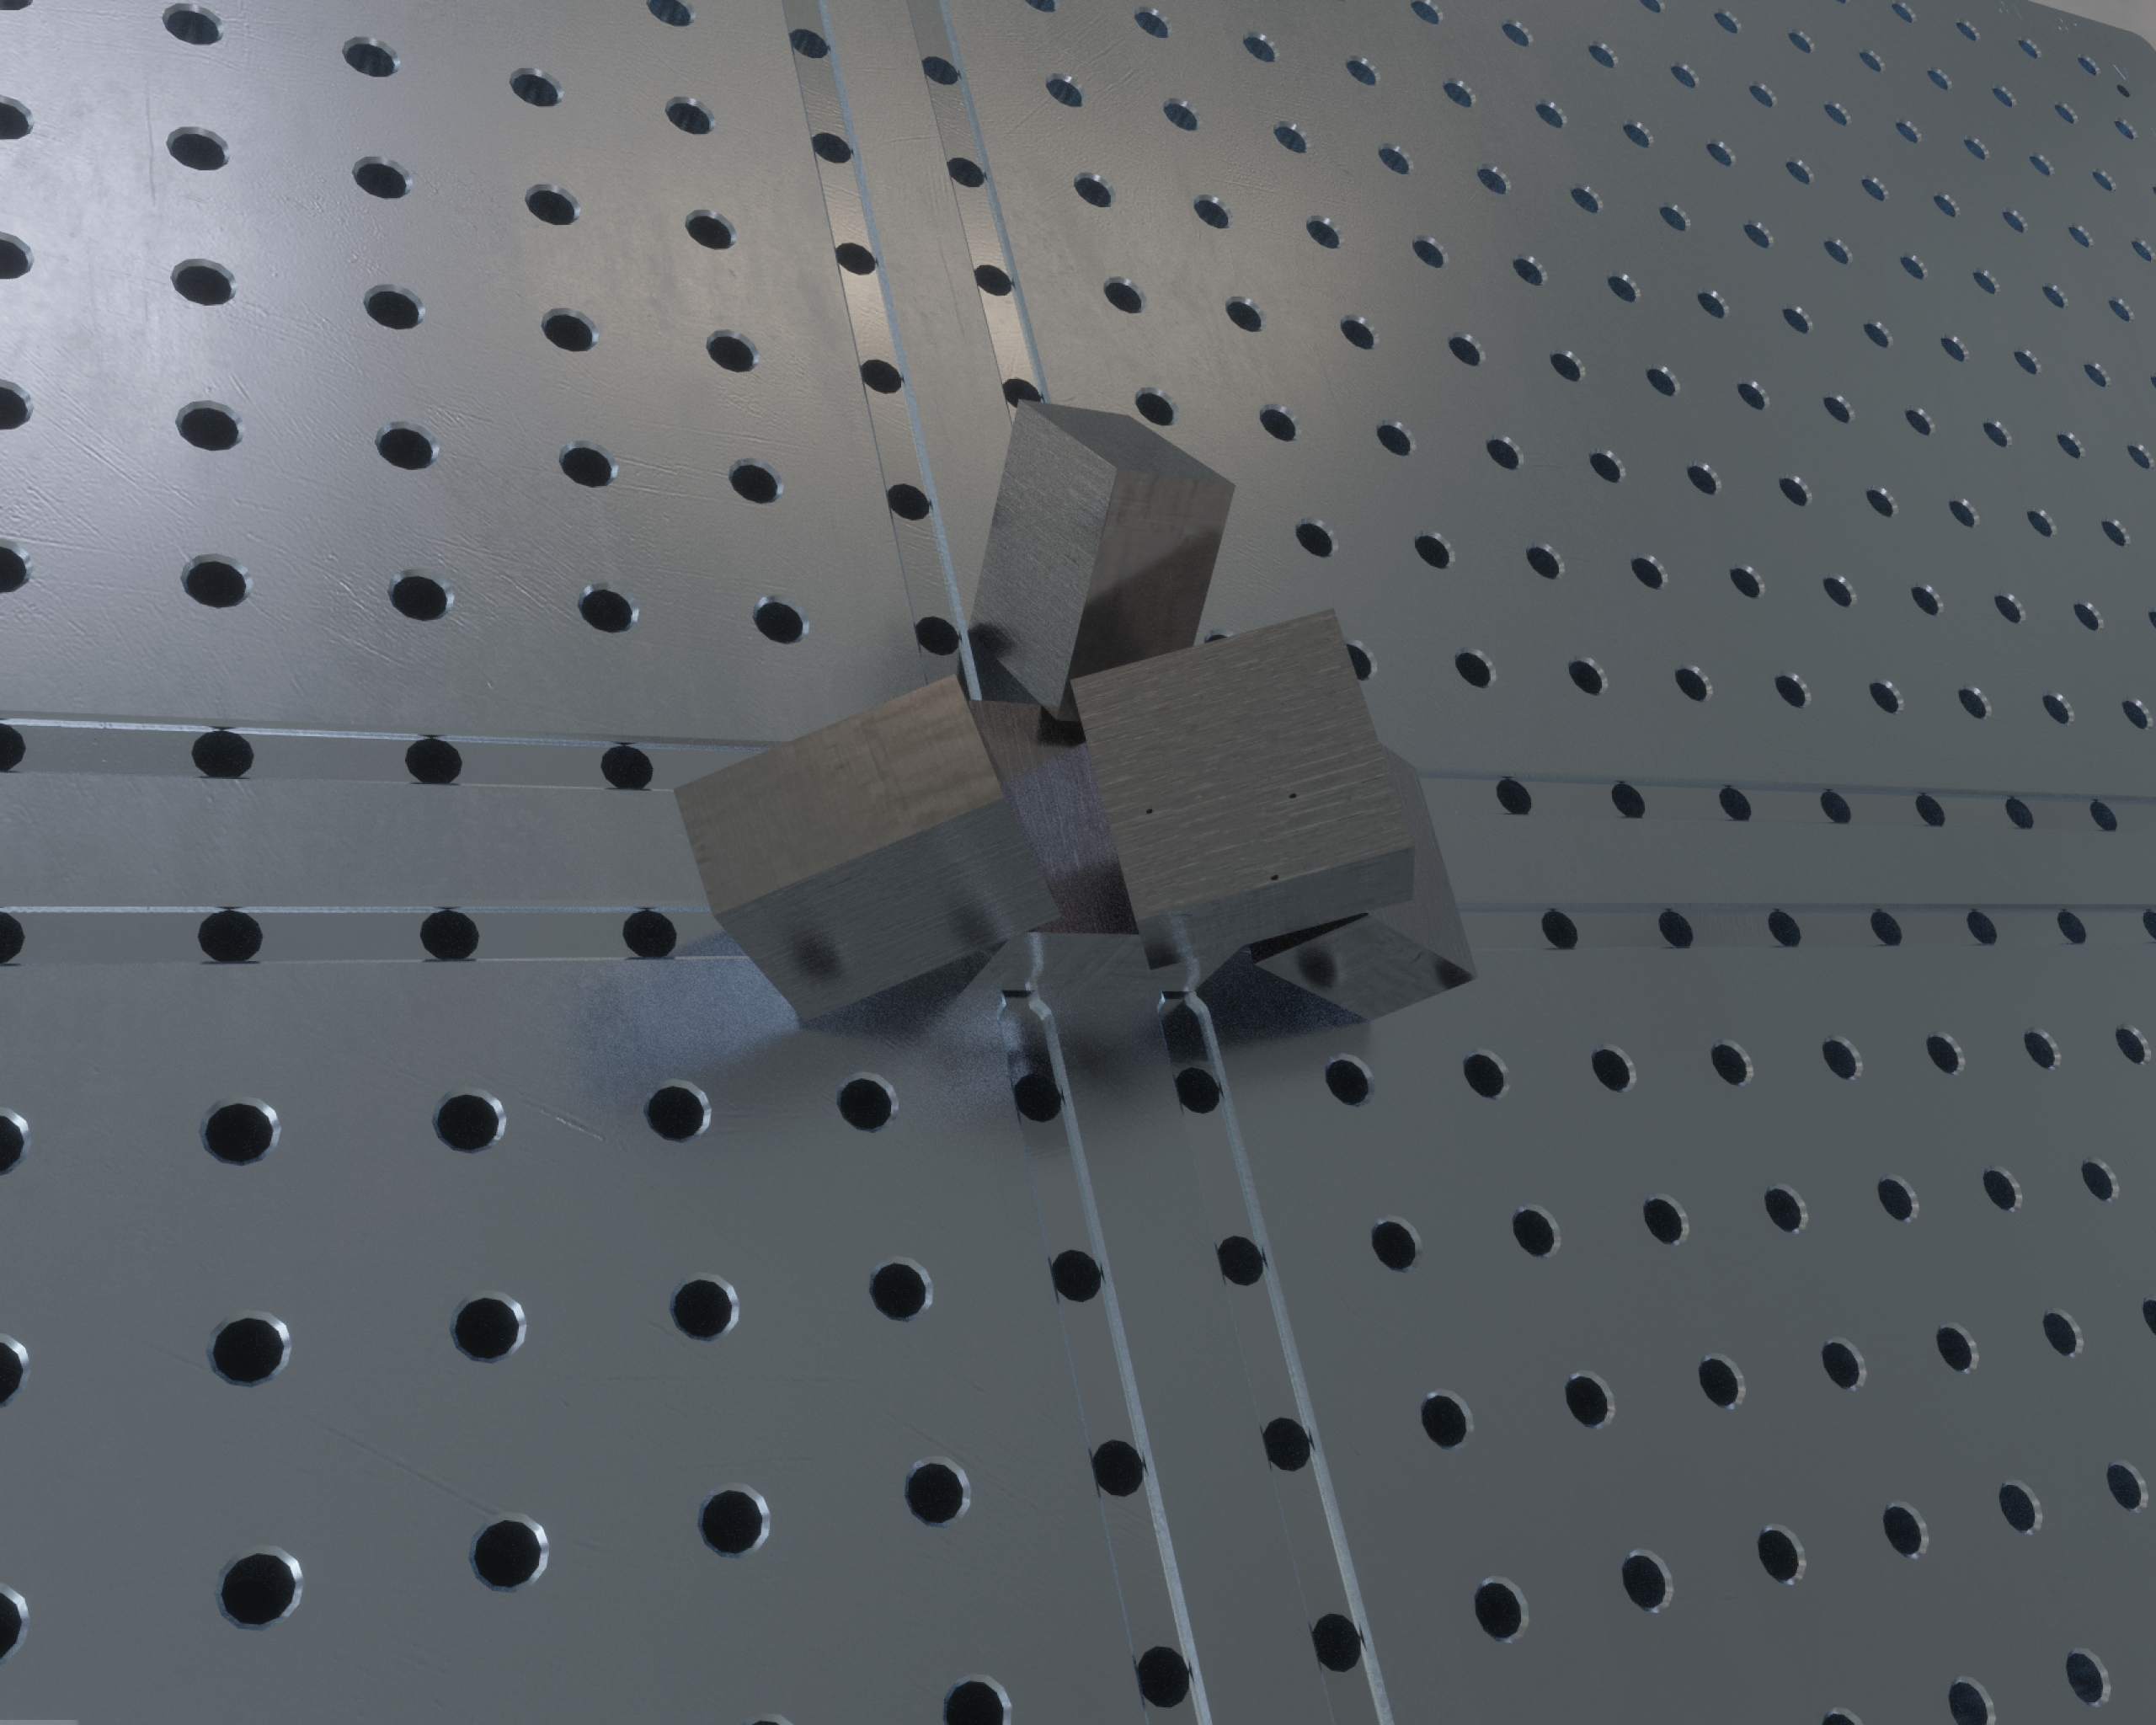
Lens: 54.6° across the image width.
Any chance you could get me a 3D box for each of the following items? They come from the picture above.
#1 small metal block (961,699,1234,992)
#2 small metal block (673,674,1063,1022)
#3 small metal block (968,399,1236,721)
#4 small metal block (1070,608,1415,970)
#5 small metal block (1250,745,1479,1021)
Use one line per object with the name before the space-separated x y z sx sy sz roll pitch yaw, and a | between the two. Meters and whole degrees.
small metal block | 0.001 -0.003 0.410 0.050 0.025 0.050 2 61 -27
small metal block | -0.035 -0.001 0.361 0.050 0.050 0.025 -22 64 0
small metal block | 0.003 -0.060 0.417 0.025 0.050 0.050 3 25 -26
small metal block | 0.030 -0.013 0.385 0.050 0.025 0.050 -15 65 1
small metal block | 0.053 0.000 0.422 0.050 0.025 0.050 27 45 -52
